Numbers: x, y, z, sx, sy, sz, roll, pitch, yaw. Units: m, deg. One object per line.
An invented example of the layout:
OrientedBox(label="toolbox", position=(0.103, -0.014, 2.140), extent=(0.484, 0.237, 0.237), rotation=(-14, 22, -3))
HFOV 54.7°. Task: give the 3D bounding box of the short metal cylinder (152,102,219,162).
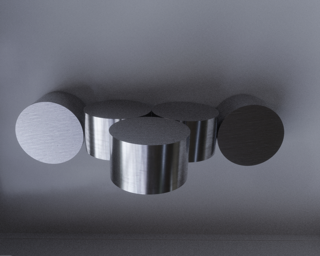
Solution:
OrientedBox(label="short metal cylinder", position=(0.030, 0.002, 0.381), extent=(0.081, 0.080, 0.050), rotation=(2, 110, -1))

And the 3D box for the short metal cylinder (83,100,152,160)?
OrientedBox(label="short metal cylinder", position=(-0.051, 0.000, 0.379), extent=(0.081, 0.080, 0.050), rotation=(2, 110, -1))

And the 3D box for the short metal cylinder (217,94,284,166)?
OrientedBox(label="short metal cylinder", position=(0.110, 0.002, 0.398), extent=(0.081, 0.050, 0.079), rotation=(0, 110, 0))

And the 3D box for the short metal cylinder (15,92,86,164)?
OrientedBox(label="short metal cylinder", position=(-0.132, -0.002, 0.394), extent=(0.081, 0.050, 0.079), rotation=(0, 110, 0))

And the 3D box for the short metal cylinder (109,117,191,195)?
OrientedBox(label="short metal cylinder", position=(-0.011, 0.025, 0.316), extent=(0.081, 0.080, 0.050), rotation=(2, 110, -1))
